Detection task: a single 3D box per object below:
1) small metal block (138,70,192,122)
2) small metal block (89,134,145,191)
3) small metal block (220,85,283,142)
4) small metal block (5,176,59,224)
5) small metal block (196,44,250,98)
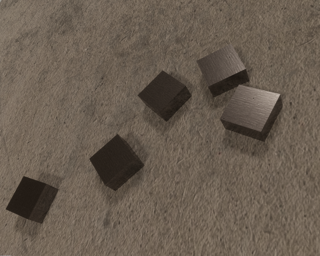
[{"bbox_3d":[0.006,-0.045,0.427,0.050,0.025,0.050,-46,51,-4],"label":"small metal block"},{"bbox_3d":[-0.057,0.045,0.405,0.050,0.025,0.050,-41,51,-1],"label":"small metal block"},{"bbox_3d":[0.106,-0.018,0.359,0.050,0.025,0.050,21,73,35],"label":"small metal block"},{"bbox_3d":[-0.179,0.100,0.434,0.050,0.025,0.050,9,66,31],"label":"small metal block"},{"bbox_3d":[0.082,-0.075,0.406,0.050,0.025,0.050,-25,53,12],"label":"small metal block"}]
